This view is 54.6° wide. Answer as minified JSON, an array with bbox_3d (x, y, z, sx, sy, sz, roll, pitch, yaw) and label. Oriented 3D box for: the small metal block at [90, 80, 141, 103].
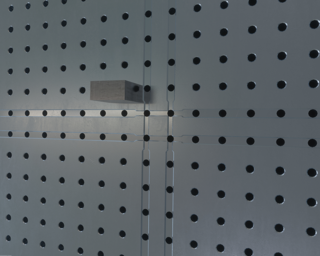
[{"bbox_3d":[-0.059,-0.049,0.421,0.050,0.050,0.025,2,91,20],"label":"small metal block"}]
